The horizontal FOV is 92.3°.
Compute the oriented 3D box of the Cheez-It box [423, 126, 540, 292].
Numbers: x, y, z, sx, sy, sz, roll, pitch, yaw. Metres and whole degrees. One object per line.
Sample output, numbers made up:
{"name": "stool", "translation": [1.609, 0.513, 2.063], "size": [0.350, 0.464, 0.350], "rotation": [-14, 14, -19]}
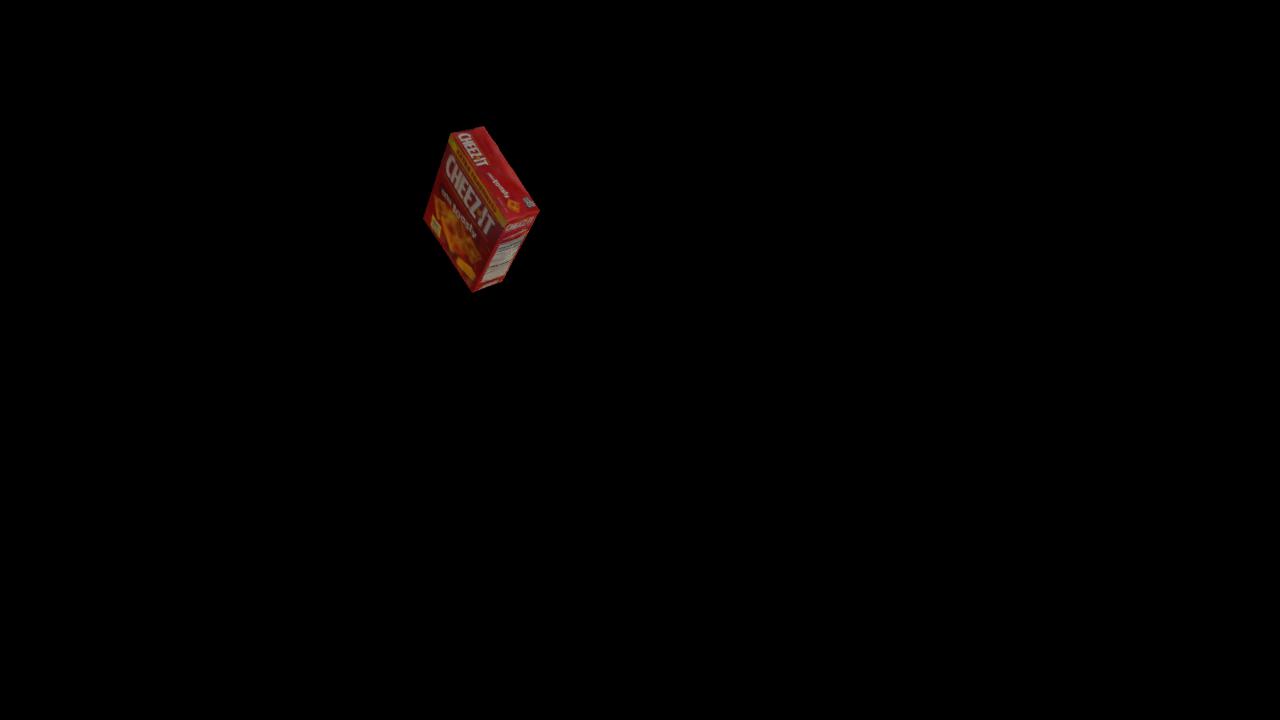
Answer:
{"name": "Cheez-It box", "translation": [-0.263, -0.236, 0.998], "size": [0.071, 0.166, 0.223], "rotation": [-30, -6, -37]}
